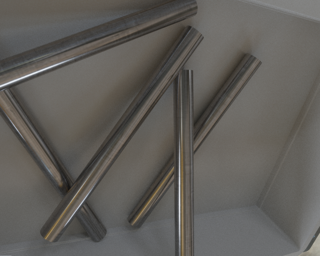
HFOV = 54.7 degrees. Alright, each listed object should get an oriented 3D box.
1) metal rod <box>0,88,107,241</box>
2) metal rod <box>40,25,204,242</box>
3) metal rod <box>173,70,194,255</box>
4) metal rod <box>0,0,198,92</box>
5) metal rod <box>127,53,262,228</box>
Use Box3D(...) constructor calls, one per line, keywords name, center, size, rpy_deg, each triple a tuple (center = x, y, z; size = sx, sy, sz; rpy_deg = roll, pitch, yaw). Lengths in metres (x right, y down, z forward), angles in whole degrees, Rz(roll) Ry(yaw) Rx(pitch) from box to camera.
Box3D(name="metal rod", center=(-0.129, 0.043, 0.365), size=(0.025, 0.025, 0.299), rpy_deg=(-28, 128, -11))
Box3D(name="metal rod", center=(-0.046, 0.009, 0.369), size=(0.025, 0.025, 0.299), rpy_deg=(34, 93, -39))
Box3D(name="metal rod", center=(0.031, 0.077, 0.397), size=(0.025, 0.025, 0.298), rpy_deg=(-3, 96, -27))
Box3D(name="metal rod", center=(-0.091, -0.071, 0.292), size=(0.302, 0.025, 0.025), rpy_deg=(-28, 129, -20))
Box3D(name="metal rod", center=(0.044, 0.025, 0.450), size=(0.025, 0.025, 0.299), rpy_deg=(26, 104, -38))
